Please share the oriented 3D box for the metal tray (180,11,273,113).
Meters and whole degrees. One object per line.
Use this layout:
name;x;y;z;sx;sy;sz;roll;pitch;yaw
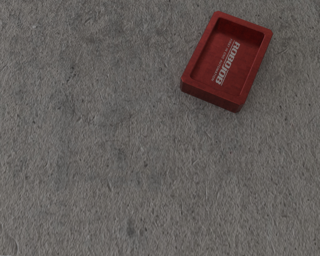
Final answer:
metal tray;0.095;-0.096;0.441;0.090;0.030;0.130;24;72;8
